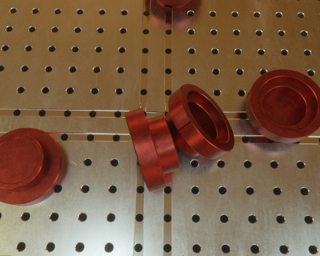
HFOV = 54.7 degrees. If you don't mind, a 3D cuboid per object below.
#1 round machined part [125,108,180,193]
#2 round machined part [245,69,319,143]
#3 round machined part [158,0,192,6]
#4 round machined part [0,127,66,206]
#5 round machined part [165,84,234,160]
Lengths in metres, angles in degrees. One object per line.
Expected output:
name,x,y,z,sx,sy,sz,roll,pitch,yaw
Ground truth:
round machined part,-0.007,0.023,0.364,0.042,0.098,0.098,-17,71,-4
round machined part,0.163,-0.026,0.414,0.099,0.042,0.098,0,70,-1
round machined part,0.023,-0.234,0.488,0.099,0.042,0.098,0,70,-1
round machined part,-0.172,0.045,0.384,0.099,0.042,0.098,0,70,-1
round machined part,0.045,-0.003,0.386,0.042,0.099,0.098,-38,69,31
